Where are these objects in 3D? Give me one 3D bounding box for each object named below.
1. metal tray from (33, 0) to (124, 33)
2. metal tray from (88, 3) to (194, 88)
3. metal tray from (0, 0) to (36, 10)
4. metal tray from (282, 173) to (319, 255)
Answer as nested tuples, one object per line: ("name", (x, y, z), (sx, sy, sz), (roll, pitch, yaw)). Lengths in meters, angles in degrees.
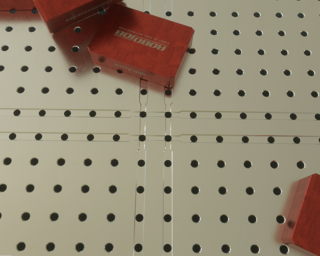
("metal tray", (-0.107, -0.183, 0.441), (0.131, 0.090, 0.030), (-29, 104, -11))
("metal tray", (-0.026, -0.122, 0.453), (0.131, 0.030, 0.090), (20, 71, 6))
("metal tray", (-0.232, -0.252, 0.498), (0.091, 0.030, 0.130), (-2, 70, -1))
("metal tray", (0.225, 0.122, 0.367), (0.130, 0.030, 0.090), (24, 72, 8))
